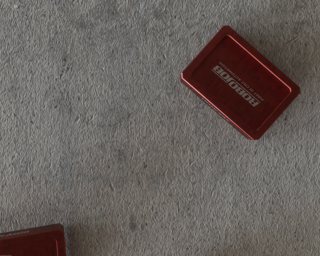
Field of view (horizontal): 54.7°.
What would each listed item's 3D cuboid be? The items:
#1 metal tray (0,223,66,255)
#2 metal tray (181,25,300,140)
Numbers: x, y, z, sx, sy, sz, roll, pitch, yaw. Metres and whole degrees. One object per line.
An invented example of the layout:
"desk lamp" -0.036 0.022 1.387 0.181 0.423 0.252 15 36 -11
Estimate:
"metal tray" -0.185 0.178 0.387 0.131 0.030 0.089 -5 90 -18
"metal tray" 0.103 -0.058 0.408 0.130 0.030 0.090 41 90 0
